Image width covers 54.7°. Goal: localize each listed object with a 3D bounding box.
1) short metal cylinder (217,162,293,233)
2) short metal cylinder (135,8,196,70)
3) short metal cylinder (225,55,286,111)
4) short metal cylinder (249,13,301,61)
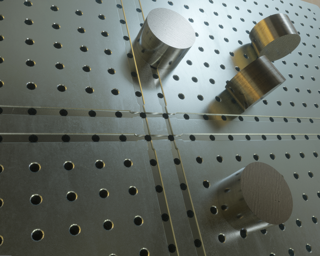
[{"bbox_3d":[0.122,0.091,0.402,0.081,0.050,0.080,14,56,-21],"label":"short metal cylinder"},{"bbox_3d":[0.008,-0.138,0.480,0.081,0.050,0.080,14,56,-21],"label":"short metal cylinder"},{"bbox_3d":[0.152,-0.071,0.498,0.081,0.080,0.050,-29,78,-37],"label":"short metal cylinder"},{"bbox_3d":[0.220,-0.172,0.595,0.081,0.080,0.050,-3,63,-30],"label":"short metal cylinder"}]
